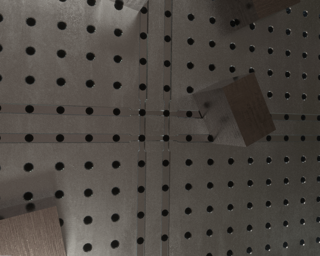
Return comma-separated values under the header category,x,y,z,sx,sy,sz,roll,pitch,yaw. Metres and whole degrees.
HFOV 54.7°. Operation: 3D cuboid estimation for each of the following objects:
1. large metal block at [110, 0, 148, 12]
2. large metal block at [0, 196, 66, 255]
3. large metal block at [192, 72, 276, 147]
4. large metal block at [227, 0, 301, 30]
category,x,y,z,sx,sy,sz,roll,pitch,yaw
large metal block,-0.029,-0.201,0.373,0.050,0.080,0.080,14,85,-20
large metal block,-0.151,0.130,0.344,0.081,0.050,0.079,-11,94,-20
large metal block,0.098,-0.023,0.421,0.050,0.080,0.080,-27,99,-18
large metal block,0.146,-0.202,0.455,0.081,0.050,0.080,-27,99,-18
